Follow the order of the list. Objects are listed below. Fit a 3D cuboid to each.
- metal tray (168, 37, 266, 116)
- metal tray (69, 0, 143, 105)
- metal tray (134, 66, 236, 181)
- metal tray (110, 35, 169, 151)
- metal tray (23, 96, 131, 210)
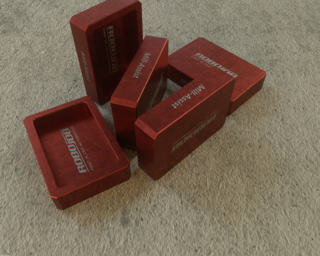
[{"bbox_3d":[0.080,-0.083,0.472,0.091,0.030,0.130,-37,59,-27],"label":"metal tray"},{"bbox_3d":[-0.065,-0.104,0.423,0.030,0.129,0.090,36,58,26],"label":"metal tray"},{"bbox_3d":[0.031,-0.006,0.367,0.131,0.089,0.030,-36,59,-27],"label":"metal tray"},{"bbox_3d":[-0.021,-0.046,0.401,0.030,0.089,0.130,13,51,10],"label":"metal tray"},{"bbox_3d":[-0.103,0.024,0.380,0.091,0.030,0.130,-23,54,-19],"label":"metal tray"}]
